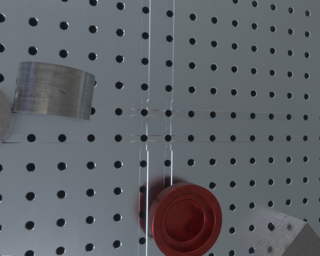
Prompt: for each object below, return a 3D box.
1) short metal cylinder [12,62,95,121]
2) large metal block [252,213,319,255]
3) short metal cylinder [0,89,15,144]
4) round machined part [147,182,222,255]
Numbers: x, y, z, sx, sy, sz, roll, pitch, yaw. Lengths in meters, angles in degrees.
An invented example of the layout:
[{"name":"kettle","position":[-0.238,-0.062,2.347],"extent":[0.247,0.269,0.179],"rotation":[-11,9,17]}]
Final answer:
[{"name":"short metal cylinder","position":[-0.115,-0.038,0.341],"extent":[0.081,0.080,0.050],"rotation":[8,88,-20]},{"name":"large metal block","position":[0.204,0.194,0.475],"extent":[0.080,0.050,0.080],"rotation":[-44,104,-15]},{"name":"short metal cylinder","position":[-0.198,-0.013,0.326],"extent":[0.081,0.050,0.080],"rotation":[0,90,-20]},{"name":"round machined part","position":[0.030,0.121,0.415],"extent":[0.099,0.042,0.097],"rotation":[0,90,-20]}]
